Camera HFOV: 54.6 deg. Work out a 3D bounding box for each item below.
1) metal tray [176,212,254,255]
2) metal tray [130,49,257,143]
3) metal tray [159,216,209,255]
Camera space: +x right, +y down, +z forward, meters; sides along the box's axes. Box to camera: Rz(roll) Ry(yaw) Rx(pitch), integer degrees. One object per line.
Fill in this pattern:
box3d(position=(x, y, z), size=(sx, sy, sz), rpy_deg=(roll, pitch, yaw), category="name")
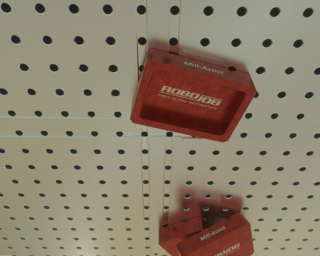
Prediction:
box3d(position=(0.101, 0.216, 0.554), size=(0.131, 0.030, 0.090), rpy_deg=(-23, 123, -11), category="metal tray")
box3d(position=(0.037, -0.035, 0.378), size=(0.131, 0.030, 0.089), rpy_deg=(12, 129, -11), category="metal tray")
box3d(position=(0.067, 0.228, 0.603), size=(0.090, 0.030, 0.130), rpy_deg=(-24, 126, 19), category="metal tray")
